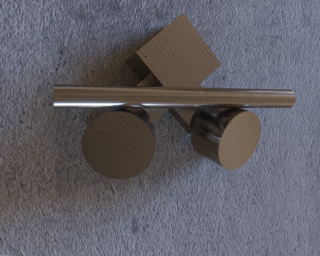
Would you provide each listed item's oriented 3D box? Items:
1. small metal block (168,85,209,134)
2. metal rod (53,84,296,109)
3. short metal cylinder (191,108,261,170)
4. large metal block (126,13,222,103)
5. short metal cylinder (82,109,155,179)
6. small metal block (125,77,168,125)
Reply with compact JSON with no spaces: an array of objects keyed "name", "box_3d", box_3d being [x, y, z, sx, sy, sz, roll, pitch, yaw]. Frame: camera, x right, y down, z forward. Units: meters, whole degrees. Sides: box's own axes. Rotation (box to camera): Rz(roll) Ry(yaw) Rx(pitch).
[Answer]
[{"name":"small metal block","box_3d":[0.045,-0.027,0.427,0.050,0.025,0.050,-45,104,-14]},{"name":"metal rod","box_3d":[0.033,-0.036,0.368,0.303,0.025,0.025,-2,91,-20]},{"name":"short metal cylinder","box_3d":[0.089,0.009,0.415,0.081,0.050,0.079,-16,117,-33]},{"name":"large metal block","box_3d":[0.017,-0.085,0.401,0.080,0.050,0.080,-44,104,-15]},{"name":"short metal cylinder","box_3d":[-0.046,0.013,0.365,0.081,0.050,0.079,0,107,-1]},{"name":"small metal block","box_3d":[-0.023,-0.029,0.402,0.050,0.025,0.050,-45,104,-15]}]
